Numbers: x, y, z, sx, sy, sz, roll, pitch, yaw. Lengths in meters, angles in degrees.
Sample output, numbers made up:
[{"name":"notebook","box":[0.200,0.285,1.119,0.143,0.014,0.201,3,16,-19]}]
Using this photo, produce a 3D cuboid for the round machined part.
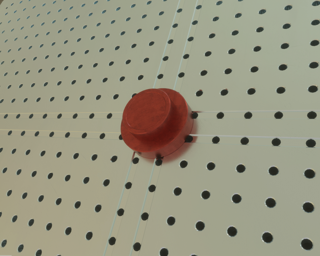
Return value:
[{"name":"round machined part","box":[-0.010,-0.013,0.409,0.098,0.042,0.098,-13,56,20]}]
